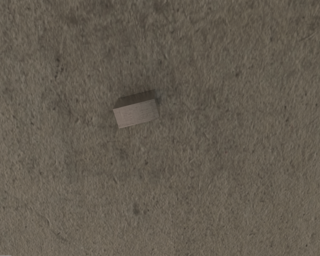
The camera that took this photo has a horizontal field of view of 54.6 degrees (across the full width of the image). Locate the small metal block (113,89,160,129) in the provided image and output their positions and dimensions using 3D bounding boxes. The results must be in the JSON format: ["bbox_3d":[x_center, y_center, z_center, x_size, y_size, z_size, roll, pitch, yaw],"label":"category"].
[{"bbox_3d":[-0.028,-0.025,0.387,0.050,0.050,0.025,-14,110,5],"label":"small metal block"}]
